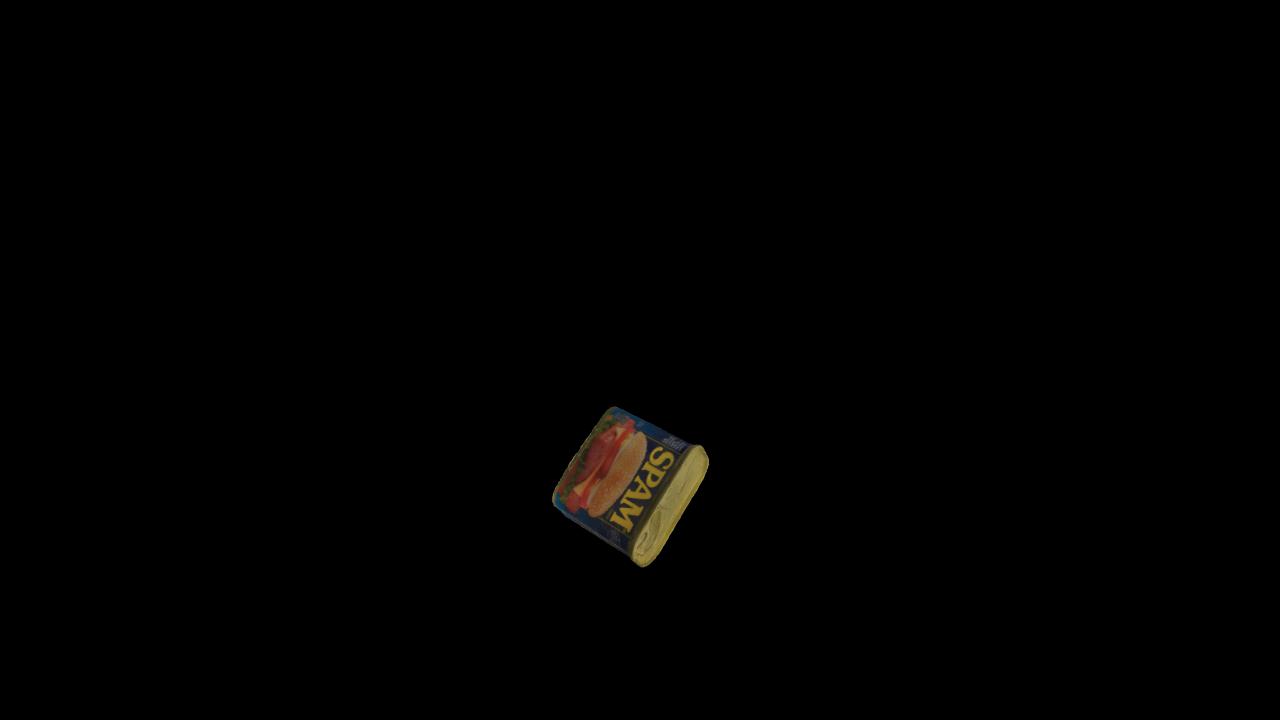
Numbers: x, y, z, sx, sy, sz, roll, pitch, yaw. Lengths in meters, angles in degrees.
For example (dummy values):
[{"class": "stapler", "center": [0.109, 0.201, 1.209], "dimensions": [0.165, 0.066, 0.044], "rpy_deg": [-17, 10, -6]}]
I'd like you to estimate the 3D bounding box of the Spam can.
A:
[{"class": "Spam can", "center": [-0.008, 0.098, 0.494], "dimensions": [0.085, 0.101, 0.058], "rpy_deg": [25, -20, 29]}]
